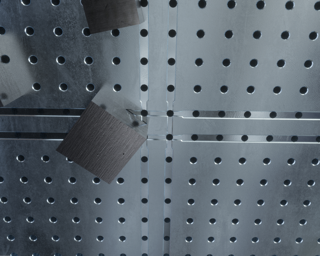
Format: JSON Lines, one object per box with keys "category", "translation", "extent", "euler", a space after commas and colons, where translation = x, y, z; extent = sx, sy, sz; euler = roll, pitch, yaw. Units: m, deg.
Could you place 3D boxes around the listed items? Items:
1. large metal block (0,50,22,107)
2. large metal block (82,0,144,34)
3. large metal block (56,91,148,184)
{"category": "large metal block", "translation": [-0.233, -0.059, 0.377], "extent": [0.080, 0.050, 0.080], "euler": [-16, 110, 5]}
{"category": "large metal block", "translation": [-0.052, -0.148, 0.329], "extent": [0.050, 0.080, 0.080], "euler": [-11, 110, 4]}
{"category": "large metal block", "translation": [-0.072, 0.012, 0.404], "extent": [0.080, 0.050, 0.080], "euler": [36, 106, -12]}
